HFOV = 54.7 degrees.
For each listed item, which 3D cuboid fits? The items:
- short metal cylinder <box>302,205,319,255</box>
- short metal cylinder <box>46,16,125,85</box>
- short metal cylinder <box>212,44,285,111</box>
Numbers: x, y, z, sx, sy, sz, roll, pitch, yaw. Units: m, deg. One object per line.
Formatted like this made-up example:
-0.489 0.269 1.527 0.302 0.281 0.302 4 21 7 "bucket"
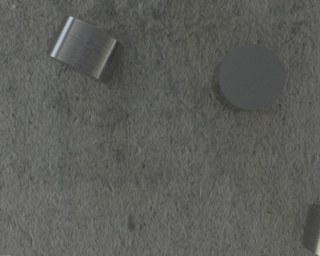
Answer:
0.225 0.132 0.386 0.080 0.080 0.050 12 90 -1 "short metal cylinder"
-0.091 -0.093 0.381 0.080 0.080 0.050 25 90 -1 "short metal cylinder"
0.111 -0.062 0.399 0.081 0.050 0.079 0 90 -1 "short metal cylinder"
